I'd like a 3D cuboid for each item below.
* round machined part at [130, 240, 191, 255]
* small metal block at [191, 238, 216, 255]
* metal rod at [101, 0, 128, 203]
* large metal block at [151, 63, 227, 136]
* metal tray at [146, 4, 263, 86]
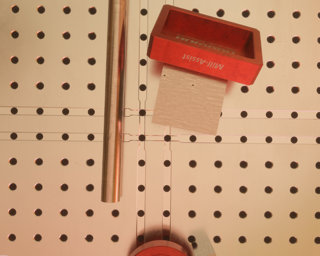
[{"bbox_3d":[0.001,0.195,0.405,0.099,0.042,0.097,0,90,-1],"label":"round machined part"},{"bbox_3d":[0.062,0.179,0.402,0.025,0.050,0.050,-16,90,0],"label":"small metal block"},{"bbox_3d":[-0.060,-0.052,0.412,0.025,0.025,0.298,2,90,-1],"label":"metal rod"},{"bbox_3d":[0.037,-0.038,0.401,0.080,0.050,0.080,12,90,-1],"label":"large metal block"},{"bbox_3d":[0.057,-0.106,0.384,0.131,0.090,0.030,15,135,-1],"label":"metal tray"}]
